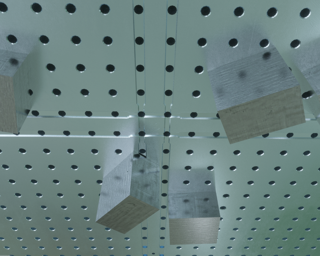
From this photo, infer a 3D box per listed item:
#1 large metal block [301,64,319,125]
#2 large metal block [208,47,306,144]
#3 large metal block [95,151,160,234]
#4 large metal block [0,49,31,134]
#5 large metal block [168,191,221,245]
[{"bbox_3d":[0.225,-0.040,0.365,0.080,0.050,0.080,-23,127,18],"label":"large metal block"},{"bbox_3d":[0.104,-0.037,0.346,0.080,0.080,0.050,-18,128,14],"label":"large metal block"},{"bbox_3d":[-0.046,0.095,0.456,0.050,0.080,0.080,33,123,-25],"label":"large metal block"},{"bbox_3d":[-0.199,-0.045,0.354,0.081,0.050,0.079,9,130,-9],"label":"large metal block"},{"bbox_3d":[0.056,0.154,0.528,0.081,0.050,0.079,-2,130,1],"label":"large metal block"}]
